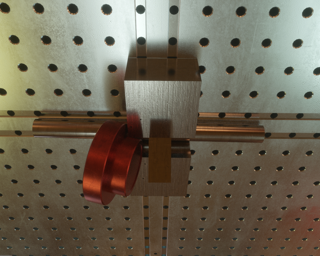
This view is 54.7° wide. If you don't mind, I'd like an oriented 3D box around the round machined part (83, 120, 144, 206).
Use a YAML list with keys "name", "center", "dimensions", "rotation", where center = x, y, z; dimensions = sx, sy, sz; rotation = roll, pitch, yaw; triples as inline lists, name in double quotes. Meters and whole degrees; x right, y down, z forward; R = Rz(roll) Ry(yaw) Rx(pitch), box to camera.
- name: "round machined part"
  center: [-0.049, 0.042, 0.361]
  dimensions: [0.042, 0.098, 0.097]
  rotation: [13, 131, 8]

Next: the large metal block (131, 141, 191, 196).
- name: "large metal block"
  center: [-0.001, 0.052, 0.440]
  dimensions: [0.081, 0.050, 0.079]
  rotation: [1, 130, -1]

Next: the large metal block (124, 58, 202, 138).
- name: "large metal block"
  center: [0.003, -0.035, 0.366]
  dimensions: [0.081, 0.050, 0.079]
  rotation: [0, 130, -1]

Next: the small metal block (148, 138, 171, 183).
- name: "small metal block"
  center: [0.000, 0.037, 0.369]
  dimensions: [0.025, 0.050, 0.050]
  rotation: [1, 86, -1]

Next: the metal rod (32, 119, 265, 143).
- name: "metal rod"
  center: [-0.013, 0.004, 0.415]
  dimensions: [0.302, 0.025, 0.025]
  rotation: [1, 130, -2]
